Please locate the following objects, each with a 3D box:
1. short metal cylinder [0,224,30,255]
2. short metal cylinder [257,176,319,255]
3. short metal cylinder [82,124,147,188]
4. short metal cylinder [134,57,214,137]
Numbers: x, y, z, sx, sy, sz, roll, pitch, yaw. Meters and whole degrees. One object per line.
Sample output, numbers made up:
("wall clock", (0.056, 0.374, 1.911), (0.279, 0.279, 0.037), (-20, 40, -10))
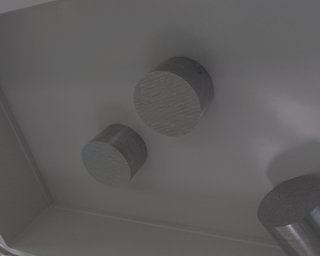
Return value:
("short metal cylinder", (-0.357, 0.276, 0.735), (0.050, 0.080, 0.079), (25, 127, 13))
("short metal cylinder", (0.160, 0.100, 0.351), (0.080, 0.080, 0.050), (-32, 101, 38))
("short metal cylinder", (-0.066, 0.041, 0.452), (0.080, 0.050, 0.079), (13, 124, 21))
("short metal cylinder", (0.017, -0.037, 0.361), (0.080, 0.050, 0.079), (13, 124, 21))
